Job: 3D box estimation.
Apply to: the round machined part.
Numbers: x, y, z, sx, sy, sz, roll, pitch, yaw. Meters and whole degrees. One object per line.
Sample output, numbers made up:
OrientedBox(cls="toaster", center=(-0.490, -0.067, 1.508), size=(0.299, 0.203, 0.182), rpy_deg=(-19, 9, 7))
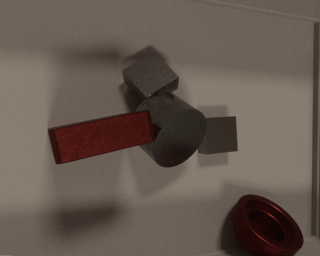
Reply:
OrientedBox(cls="round machined part", center=(0.145, 0.144, 0.437), size=(0.099, 0.098, 0.042), rpy_deg=(14, 119, -20))

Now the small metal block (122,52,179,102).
OrientedBox(cls="small metal block", center=(-0.012, -0.062, 0.394), size=(0.050, 0.025, 0.050), rpy_deg=(-34, 68, -17))

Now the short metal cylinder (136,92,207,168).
OrientedBox(cls="short metal cylinder", center=(0.010, 0.002, 0.383), size=(0.081, 0.050, 0.079), rpy_deg=(-23, 132, -28))

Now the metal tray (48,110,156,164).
OrientedBox(cls="metal tray", center=(-0.069, 0.006, 0.330), size=(0.091, 0.130, 0.030), rpy_deg=(-13, 95, -20))

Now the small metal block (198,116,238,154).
OrientedBox(cls="small metal block", center=(0.081, 0.010, 0.442), size=(0.050, 0.025, 0.050), rpy_deg=(-4, 92, -20))
